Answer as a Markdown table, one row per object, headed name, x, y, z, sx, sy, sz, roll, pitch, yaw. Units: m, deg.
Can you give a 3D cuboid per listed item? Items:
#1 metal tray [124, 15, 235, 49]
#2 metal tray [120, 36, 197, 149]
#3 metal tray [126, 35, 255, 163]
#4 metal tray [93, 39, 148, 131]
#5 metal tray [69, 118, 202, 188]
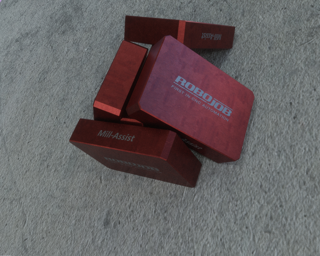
| name | x | y | z | sx | sy | sz | roll | pitch | yaw |
| --- | --- | --- | --- | --- | --- | --- | --- | --- | --- |
| metal tray | 0.029 | -0.125 | 0.406 | 0.090 | 0.131 | 0.030 | 19 | 113 | 35 |
| metal tray | 0.008 | -0.041 | 0.383 | 0.030 | 0.090 | 0.130 | 7 | 65 | 31 |
| metal tray | 0.039 | -0.028 | 0.337 | 0.030 | 0.131 | 0.090 | -20 | 46 | 59 |
| metal tray | -0.052 | -0.037 | 0.391 | 0.030 | 0.130 | 0.090 | 21 | 69 | -3 |
| metal tray | -0.028 | 0.029 | 0.358 | 0.130 | 0.090 | 0.030 | 7 | 66 | 31 |
